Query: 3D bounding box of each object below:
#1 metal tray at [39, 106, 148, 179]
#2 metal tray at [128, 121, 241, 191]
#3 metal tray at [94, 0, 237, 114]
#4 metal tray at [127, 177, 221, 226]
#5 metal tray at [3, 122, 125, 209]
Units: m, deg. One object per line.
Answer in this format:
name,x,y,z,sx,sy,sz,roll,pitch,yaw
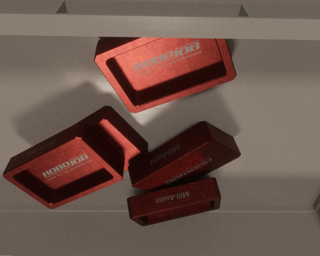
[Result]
metal tray,-0.094,0.034,0.434,0.130,0.030,0.090,-28,125,21
metal tray,0.033,0.046,0.423,0.130,0.030,0.090,-33,147,24
metal tray,0.008,-0.073,0.337,0.130,0.030,0.090,-18,134,14
metal tray,0.024,0.115,0.471,0.131,0.030,0.090,-14,154,2
metal tray,-0.125,0.054,0.409,0.130,0.030,0.090,-25,126,19
